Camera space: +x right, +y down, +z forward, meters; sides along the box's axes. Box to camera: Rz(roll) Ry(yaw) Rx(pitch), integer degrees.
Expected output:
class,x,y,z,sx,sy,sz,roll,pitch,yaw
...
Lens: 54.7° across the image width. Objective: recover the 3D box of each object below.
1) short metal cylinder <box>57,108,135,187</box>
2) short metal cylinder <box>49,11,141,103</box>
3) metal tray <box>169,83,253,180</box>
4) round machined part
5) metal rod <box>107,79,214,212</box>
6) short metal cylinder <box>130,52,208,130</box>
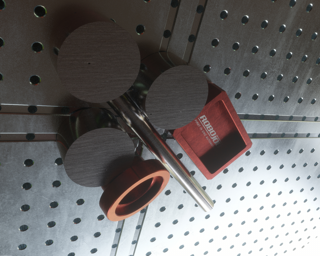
class,x,y,z,sx,sy,sz,roll,pitch,yaw
short metal cylinder,-0.076,0.023,0.367,0.081,0.050,0.079,-14,124,-21
short metal cylinder,-0.067,-0.072,0.314,0.081,0.050,0.079,-14,124,-21
metal tray,0.074,0.009,0.453,0.090,0.030,0.130,-39,130,-1
round machined part,-0.038,0.075,0.412,0.099,0.042,0.098,-32,151,-20
metal rod,0.011,0.043,0.444,0.025,0.025,0.300,-39,129,-2
short metal cylinder,0.010,-0.045,0.372,0.081,0.050,0.079,-14,124,-21
